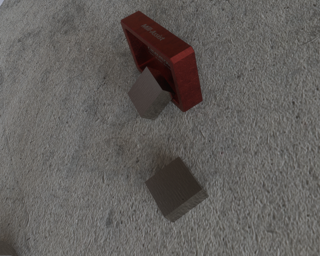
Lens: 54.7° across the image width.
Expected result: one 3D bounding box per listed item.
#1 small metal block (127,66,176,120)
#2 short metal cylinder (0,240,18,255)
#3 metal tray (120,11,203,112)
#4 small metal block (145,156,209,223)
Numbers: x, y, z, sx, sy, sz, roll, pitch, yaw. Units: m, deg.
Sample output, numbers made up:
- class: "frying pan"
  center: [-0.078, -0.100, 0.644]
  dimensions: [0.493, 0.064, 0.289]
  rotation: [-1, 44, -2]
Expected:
- class: "small metal block"
  center: [-0.013, -0.047, 0.425]
  dimensions: [0.050, 0.025, 0.050]
  rotation: [-50, 52, 27]
- class: "short metal cylinder"
  center: [-0.216, 0.182, 0.371]
  dimensions: [0.050, 0.080, 0.080]
  rotation: [-21, 54, 16]
- class: "metal tray"
  center: [0.001, -0.090, 0.413]
  dimensions: [0.030, 0.090, 0.130]
  rotation: [-33, 50, -12]
- class: "small metal block"
  center: [0.018, 0.069, 0.352]
  dimensions: [0.050, 0.025, 0.050]
  rotation: [-37, 51, 3]
